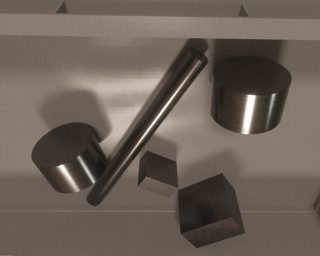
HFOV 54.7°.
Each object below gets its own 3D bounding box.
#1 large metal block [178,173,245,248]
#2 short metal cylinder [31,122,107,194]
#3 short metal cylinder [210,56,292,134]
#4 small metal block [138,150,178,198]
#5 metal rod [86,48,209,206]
[{"bbox_3d":[0.077,0.129,0.484,0.080,0.080,0.050,-26,126,20],"label":"large metal block"},{"bbox_3d":[-0.116,0.038,0.403,0.080,0.080,0.050,-11,129,8],"label":"short metal cylinder"},{"bbox_3d":[0.097,-0.038,0.342,0.081,0.080,0.050,-2,130,1],"label":"short metal cylinder"},{"bbox_3d":[-0.003,0.066,0.449,0.050,0.050,0.025,23,126,-19],"label":"small metal block"},{"bbox_3d":[-0.032,0.018,0.424,0.025,0.025,0.298,24,126,-20],"label":"metal rod"}]
